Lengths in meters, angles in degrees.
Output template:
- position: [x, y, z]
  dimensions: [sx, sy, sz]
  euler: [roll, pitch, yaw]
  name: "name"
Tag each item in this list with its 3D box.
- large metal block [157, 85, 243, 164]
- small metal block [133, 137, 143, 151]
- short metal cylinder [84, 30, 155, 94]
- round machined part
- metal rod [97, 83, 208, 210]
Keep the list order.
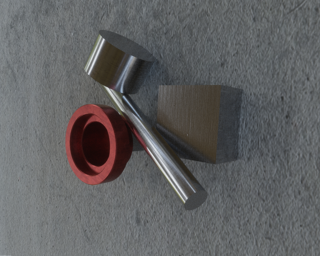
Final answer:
- position: [0.043, -0.006, 0.353]
  dimensions: [0.080, 0.050, 0.079]
  euler: [6, 94, 39]
  name: "large metal block"
- position: [-0.045, 0.007, 0.426]
  dimensions: [0.025, 0.050, 0.050]
  euler: [-3, 89, 40]
  name: "small metal block"
- position: [-0.053, -0.088, 0.413]
  dimensions: [0.080, 0.081, 0.050]
  euler: [45, 117, 30]
  name: "short metal cylinder"
- position: [-0.072, 0.019, 0.388]
  dimensions: [0.098, 0.042, 0.097]
  euler: [2, 92, 39]
  name: "round machined part"
- position: [-0.036, -0.017, 0.385]
  dimensions: [0.300, 0.025, 0.025]
  euler: [51, 121, 44]
  name: "metal rod"
